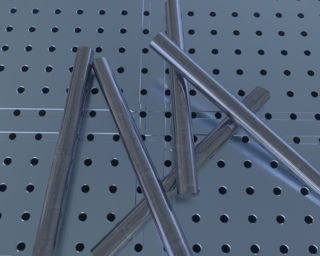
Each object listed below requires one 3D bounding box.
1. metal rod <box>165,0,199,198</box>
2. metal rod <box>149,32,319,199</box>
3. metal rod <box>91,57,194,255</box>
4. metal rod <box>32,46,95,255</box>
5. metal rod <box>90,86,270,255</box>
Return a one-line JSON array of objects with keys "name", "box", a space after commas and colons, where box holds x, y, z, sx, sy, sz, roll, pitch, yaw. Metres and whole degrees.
[{"name": "metal rod", "box": [0.026, -0.058, 0.417, 0.025, 0.025, 0.299, -2, 64, -1]}, {"name": "metal rod", "box": [0.106, -0.013, 0.391, 0.300, 0.025, 0.025, 42, 75, 3]}, {"name": "metal rod", "box": [-0.028, 0.029, 0.380, 0.025, 0.025, 0.299, -22, 64, -8]}, {"name": "metal rod", "box": [-0.122, 0.028, 0.399, 0.025, 0.025, 0.299, 5, 70, 1]}, {"name": "metal rod", "box": [0.035, 0.050, 0.393, 0.301, 0.025, 0.025, -43, 76, -14]}]
